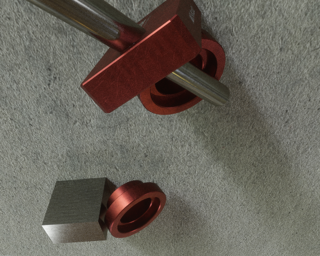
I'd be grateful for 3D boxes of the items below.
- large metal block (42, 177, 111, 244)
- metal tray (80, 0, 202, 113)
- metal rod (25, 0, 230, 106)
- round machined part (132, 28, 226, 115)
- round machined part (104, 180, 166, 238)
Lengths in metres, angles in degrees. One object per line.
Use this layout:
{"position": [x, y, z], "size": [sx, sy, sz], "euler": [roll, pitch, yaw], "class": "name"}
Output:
{"position": [-0.123, 0.126, 0.477], "size": [0.080, 0.080, 0.050], "euler": [-5, 130, 4], "class": "large metal block"}
{"position": [-0.010, -0.074, 0.273], "size": [0.090, 0.130, 0.030], "euler": [-30, 114, 23], "class": "metal tray"}
{"position": [-0.026, -0.067, 0.227], "size": [0.025, 0.025, 0.302], "euler": [-35, 149, 26], "class": "metal rod"}
{"position": [0.016, -0.063, 0.325], "size": [0.099, 0.042, 0.097], "euler": [-21, 145, -16], "class": "round machined part"}
{"position": [-0.042, 0.119, 0.477], "size": [0.099, 0.042, 0.097], "euler": [-27, 141, -23], "class": "round machined part"}
